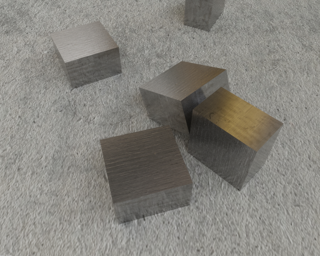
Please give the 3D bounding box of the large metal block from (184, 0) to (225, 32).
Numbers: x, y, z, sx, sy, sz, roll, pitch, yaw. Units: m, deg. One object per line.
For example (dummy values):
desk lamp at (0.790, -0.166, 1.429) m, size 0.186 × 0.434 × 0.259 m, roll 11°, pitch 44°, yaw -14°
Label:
large metal block at (0.085, -0.238, 0.568) m, size 0.050 × 0.080 × 0.080 m, roll 21°, pitch 53°, yaw 17°

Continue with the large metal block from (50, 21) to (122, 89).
large metal block at (-0.115, -0.116, 0.483) m, size 0.081 × 0.050 × 0.080 m, roll -22°, pitch 54°, yaw -17°

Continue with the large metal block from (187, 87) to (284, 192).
large metal block at (0.081, 0.013, 0.357) m, size 0.080 × 0.080 × 0.050 m, roll 37°, pitch 59°, yaw 26°

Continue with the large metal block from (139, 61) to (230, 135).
large metal block at (0.034, -0.043, 0.406) m, size 0.080 × 0.050 × 0.080 m, roll -36°, pitch 37°, yaw -26°

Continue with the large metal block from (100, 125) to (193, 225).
large metal block at (-0.017, 0.050, 0.345) m, size 0.081 × 0.050 × 0.080 m, roll -12°, pitch 51°, yaw -10°
